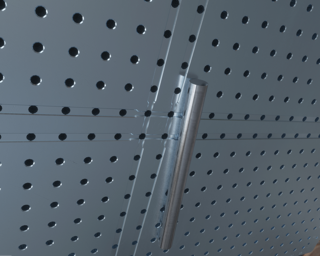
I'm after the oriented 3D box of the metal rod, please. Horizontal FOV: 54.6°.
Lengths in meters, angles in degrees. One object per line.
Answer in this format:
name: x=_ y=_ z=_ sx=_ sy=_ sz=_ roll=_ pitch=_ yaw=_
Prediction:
metal rod: x=0.030 y=0.071 z=0.470 sx=0.025 sy=0.025 sz=0.298 roll=-6 pitch=121 yaw=-26
